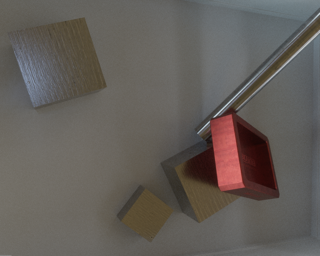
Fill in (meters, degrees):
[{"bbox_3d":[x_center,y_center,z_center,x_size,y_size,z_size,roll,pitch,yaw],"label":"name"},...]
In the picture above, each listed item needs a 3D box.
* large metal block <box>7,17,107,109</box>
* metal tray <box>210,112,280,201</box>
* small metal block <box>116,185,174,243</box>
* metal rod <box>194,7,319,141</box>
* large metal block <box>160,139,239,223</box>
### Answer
[{"bbox_3d":[-0.116,-0.072,0.355,0.081,0.050,0.080,-19,97,-19],"label":"large metal block"},{"bbox_3d":[0.113,0.042,0.401,0.131,0.030,0.090,24,55,-49],"label":"metal tray"},{"bbox_3d":[-0.019,0.111,0.405,0.050,0.025,0.050,41,77,-16],"label":"small metal block"},{"bbox_3d":[0.160,-0.094,0.402,0.025,0.025,0.299,41,103,-16],"label":"metal rod"},{"bbox_3d":[0.059,0.067,0.421,0.081,0.050,0.080,-27,99,-18],"label":"large metal block"}]
